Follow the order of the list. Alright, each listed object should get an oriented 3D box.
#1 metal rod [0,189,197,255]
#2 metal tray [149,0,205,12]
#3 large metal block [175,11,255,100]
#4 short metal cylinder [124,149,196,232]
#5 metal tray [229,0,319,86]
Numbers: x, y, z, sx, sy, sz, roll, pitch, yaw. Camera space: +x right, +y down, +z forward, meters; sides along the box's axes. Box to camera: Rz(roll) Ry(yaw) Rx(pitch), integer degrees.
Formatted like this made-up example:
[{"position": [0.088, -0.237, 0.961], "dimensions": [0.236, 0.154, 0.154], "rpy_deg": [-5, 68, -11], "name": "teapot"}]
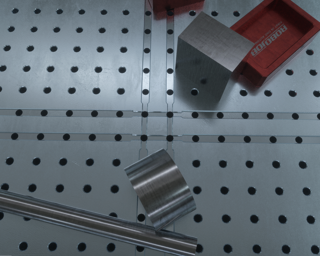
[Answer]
[{"position": [-0.106, 0.107, 0.371], "dimensions": [0.302, 0.025, 0.025], "rpy_deg": [13, 71, 4], "name": "metal rod"}, {"position": [0.013, -0.257, 0.503], "dimensions": [0.091, 0.030, 0.130], "rpy_deg": [-17, 71, -6], "name": "metal tray"}, {"position": [0.069, -0.094, 0.417], "dimensions": [0.080, 0.080, 0.050], "rpy_deg": [37, 74, 12], "name": "large metal block"}, {"position": [-0.001, 0.070, 0.357], "dimensions": [0.050, 0.080, 0.080], "rpy_deg": [-28, 73, -9], "name": "short metal cylinder"}, {"position": [0.160, -0.134, 0.458], "dimensions": [0.130, 0.030, 0.090], "rpy_deg": [-40, 75, -14], "name": "metal tray"}]
